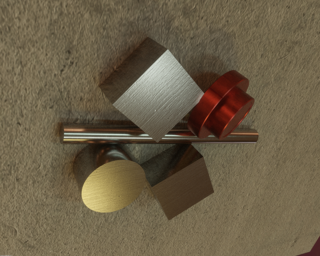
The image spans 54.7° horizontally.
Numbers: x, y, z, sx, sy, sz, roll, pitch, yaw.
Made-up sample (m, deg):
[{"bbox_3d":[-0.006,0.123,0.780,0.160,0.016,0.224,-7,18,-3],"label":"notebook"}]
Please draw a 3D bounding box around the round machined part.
[{"bbox_3d":[0.084,-0.023,0.401,0.098,0.042,0.098,-41,159,-19],"label":"round machined part"}]

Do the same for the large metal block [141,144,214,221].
[{"bbox_3d":[0.025,0.075,0.454,0.080,0.050,0.080,-29,129,-10],"label":"large metal block"}]

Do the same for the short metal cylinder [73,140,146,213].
[{"bbox_3d":[-0.065,0.060,0.395,0.081,0.050,0.079,-14,125,-21],"label":"short metal cylinder"}]

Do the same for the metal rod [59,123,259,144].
[{"bbox_3d":[0.019,0.010,0.428,0.303,0.025,0.025,2,118,-30],"label":"metal rod"}]

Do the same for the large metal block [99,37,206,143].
[{"bbox_3d":[-0.008,-0.043,0.360,0.080,0.050,0.080,-45,130,3],"label":"large metal block"}]
